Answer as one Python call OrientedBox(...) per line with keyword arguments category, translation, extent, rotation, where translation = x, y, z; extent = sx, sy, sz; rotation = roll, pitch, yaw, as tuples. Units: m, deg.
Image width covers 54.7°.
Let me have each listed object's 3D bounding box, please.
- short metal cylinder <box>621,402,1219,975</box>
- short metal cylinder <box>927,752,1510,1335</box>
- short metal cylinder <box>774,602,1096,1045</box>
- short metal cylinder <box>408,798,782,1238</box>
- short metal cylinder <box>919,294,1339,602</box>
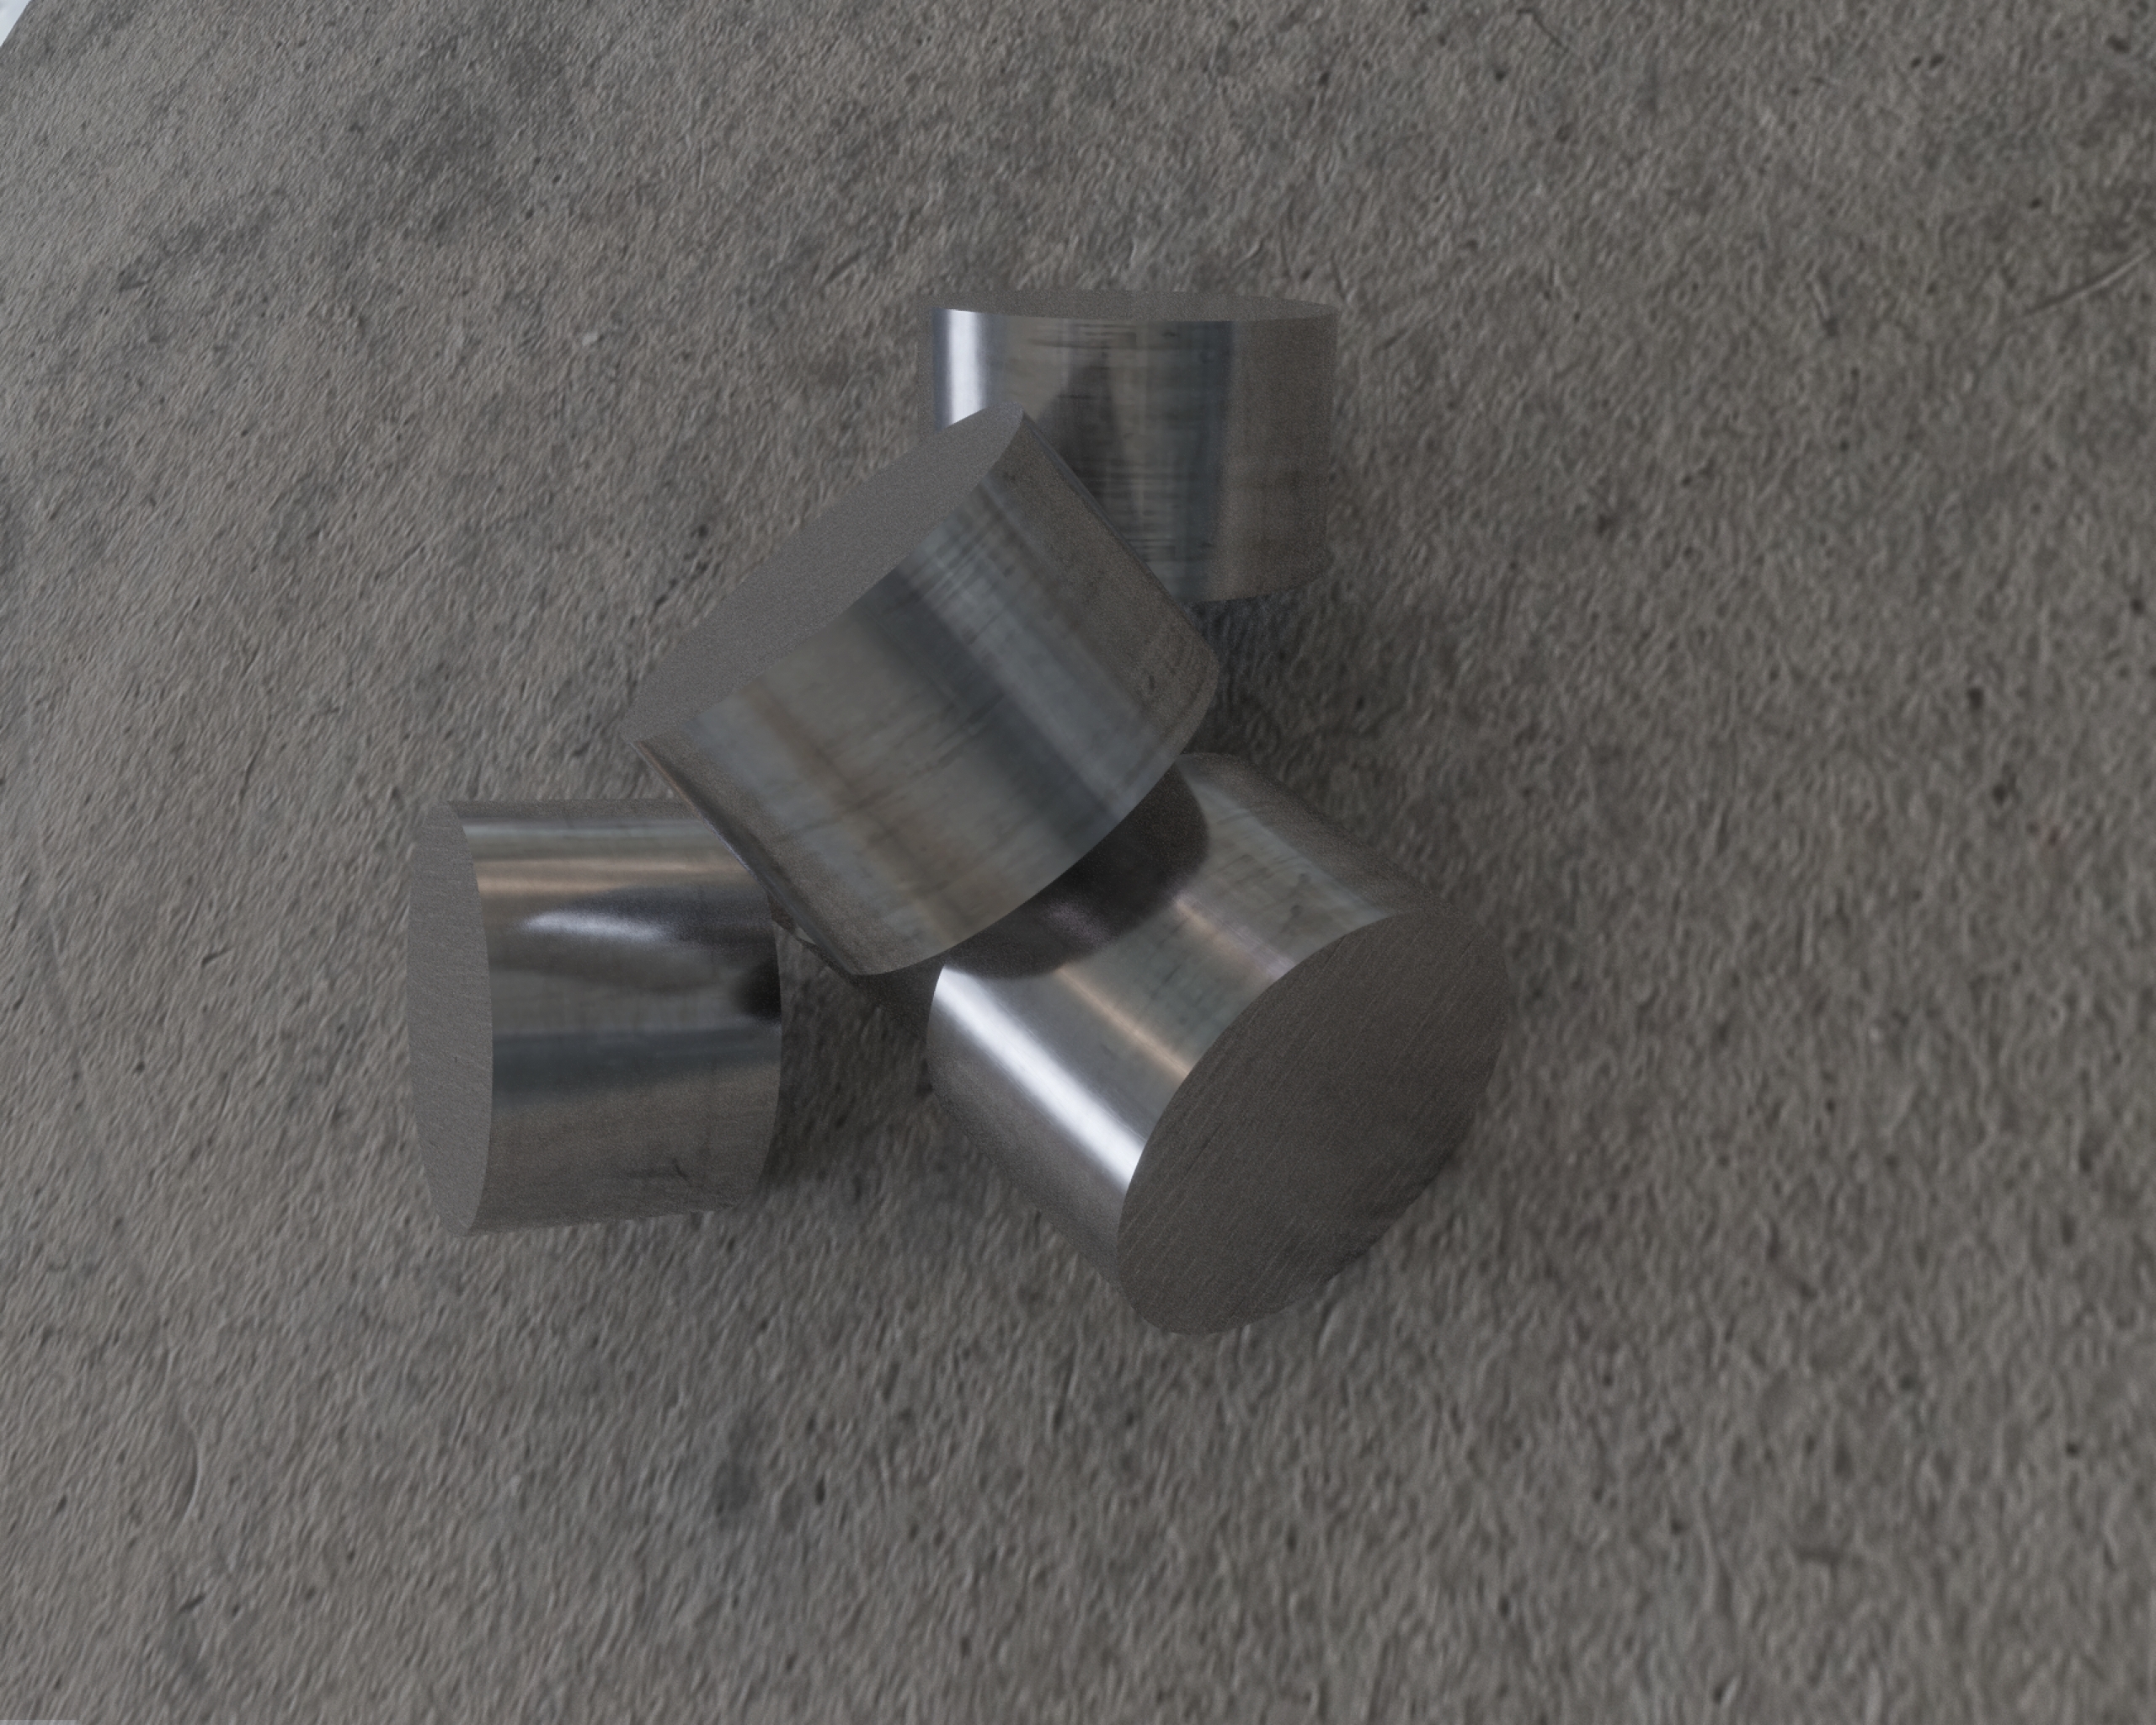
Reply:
OrientedBox(category="short metal cylinder", translation=(-0.025, -0.028, 0.332), extent=(0.080, 0.050, 0.080), rotation=(-34, 21, 16))
OrientedBox(category="short metal cylinder", translation=(0.023, 0.029, 0.339), extent=(0.080, 0.080, 0.050), rotation=(-47, 51, -4))
OrientedBox(category="short metal cylinder", translation=(-0.018, -0.008, 0.402), extent=(0.080, 0.050, 0.080), rotation=(-13, 56, 21))
OrientedBox(category="short metal cylinder", translation=(-0.093, 0.028, 0.393), extent=(0.080, 0.050, 0.079), rotation=(6, 96, 62))
OrientedBox(category="short metal cylinder", translation=(0.009, -0.083, 0.407), extent=(0.080, 0.081, 0.050), rotation=(15, 113, 34))
